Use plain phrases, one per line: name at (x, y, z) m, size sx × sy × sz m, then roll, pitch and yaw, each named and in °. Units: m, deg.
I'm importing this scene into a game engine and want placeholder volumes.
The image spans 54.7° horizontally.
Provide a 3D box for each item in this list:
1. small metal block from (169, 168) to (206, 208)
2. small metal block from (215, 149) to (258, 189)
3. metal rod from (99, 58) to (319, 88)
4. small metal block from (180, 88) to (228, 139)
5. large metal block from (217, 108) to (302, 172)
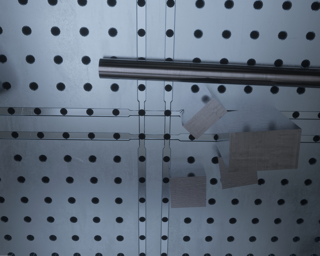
small metal block at (0.040, 0.086, 0.446) m, size 0.050 × 0.025 × 0.050 m, roll -3°, pitch 110°, yaw 0°
small metal block at (0.107, 0.054, 0.435) m, size 0.050 × 0.025 × 0.050 m, roll -10°, pitch 110°, yaw 3°
metal rod at (0.077, -0.068, 0.389) m, size 0.302 × 0.025 × 0.025 m, roll 2°, pitch 110°, yaw -2°
small metal block at (0.054, -0.019, 0.394) m, size 0.025 × 0.050 × 0.050 m, roll 43°, pitch 104°, yaw -14°
large metal block at (0.119, 0.013, 0.391) m, size 0.081 × 0.080 × 0.050 m, roll -3°, pitch 110°, yaw 1°
